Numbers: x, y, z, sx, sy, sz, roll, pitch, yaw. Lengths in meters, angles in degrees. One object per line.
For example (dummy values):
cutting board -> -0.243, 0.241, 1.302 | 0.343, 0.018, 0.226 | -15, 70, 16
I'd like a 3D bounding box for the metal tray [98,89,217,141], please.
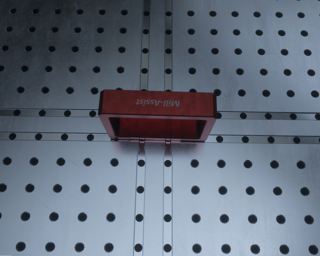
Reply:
metal tray -> -0.002, -0.012, 0.381 | 0.131, 0.090, 0.030 | 2, 70, 0
